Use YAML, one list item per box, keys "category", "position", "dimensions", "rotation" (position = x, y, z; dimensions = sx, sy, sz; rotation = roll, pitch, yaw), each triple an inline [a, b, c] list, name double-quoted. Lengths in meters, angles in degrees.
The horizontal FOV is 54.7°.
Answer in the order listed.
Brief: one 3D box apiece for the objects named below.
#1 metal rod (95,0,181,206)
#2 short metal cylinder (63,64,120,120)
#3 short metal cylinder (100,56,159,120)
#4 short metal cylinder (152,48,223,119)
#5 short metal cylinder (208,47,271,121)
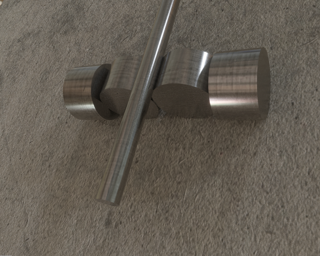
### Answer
- category: "metal rod"
  position: [-0.017, -0.057, 0.370]
  dimensions: [0.025, 0.025, 0.300]
  rotation: [1, 62, 28]
- category: "short metal cylinder"
  position: [-0.093, -0.051, 0.450]
  dimensions: [0.050, 0.080, 0.080]
  rotation: [1, 62, 29]
- category: "short metal cylinder"
  position: [-0.035, -0.053, 0.421]
  dimensions: [0.080, 0.080, 0.050]
  rotation: [1, 62, 28]
- category: "short metal cylinder"
  position: [0.035, -0.053, 0.383]
  dimensions: [0.080, 0.080, 0.050]
  rotation: [1, 62, 28]
- category: "short metal cylinder"
  position: [0.093, -0.048, 0.351]
  dimensions: [0.050, 0.080, 0.080]
  rotation: [1, 62, 29]
